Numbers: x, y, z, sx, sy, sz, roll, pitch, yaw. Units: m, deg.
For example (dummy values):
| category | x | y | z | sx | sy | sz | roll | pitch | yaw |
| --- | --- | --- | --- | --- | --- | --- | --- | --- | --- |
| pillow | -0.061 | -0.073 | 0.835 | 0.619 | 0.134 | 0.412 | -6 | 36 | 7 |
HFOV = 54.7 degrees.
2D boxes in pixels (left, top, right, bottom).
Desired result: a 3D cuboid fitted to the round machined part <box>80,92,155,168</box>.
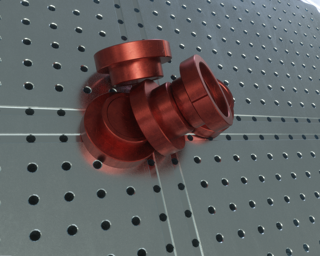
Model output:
| category | x | y | z | sx | sy | sz | roll | pitch | yaw |
| --- | --- | --- | --- | --- | --- | --- | --- | --- | --- |
| round machined part | -0.043 | -0.004 | 0.378 | 0.099 | 0.042 | 0.098 | 14 | 56 | -21 |

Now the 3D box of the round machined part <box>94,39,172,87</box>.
| category | x | y | z | sx | sy | sz | roll | pitch | yaw |
| --- | --- | --- | --- | --- | --- | --- | --- | --- | --- |
| round machined part | -0.032 | -0.080 | 0.401 | 0.099 | 0.098 | 0.042 | -13 | 95 | -34 |

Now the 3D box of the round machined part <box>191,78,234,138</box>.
| category | x | y | z | sx | sy | sz | roll | pitch | yaw |
| --- | --- | --- | --- | --- | --- | --- | --- | --- | --- |
| round machined part | 0.070 | -0.038 | 0.460 | 0.099 | 0.042 | 0.098 | 14 | 56 | -21 |

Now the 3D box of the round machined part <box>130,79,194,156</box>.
| category | x | y | z | sx | sy | sz | roll | pitch | yaw |
| --- | --- | --- | --- | --- | --- | --- | --- | --- | --- |
| round machined part | 0.008 | -0.018 | 0.384 | 0.098 | 0.042 | 0.098 | 53 | 21 | -30 |

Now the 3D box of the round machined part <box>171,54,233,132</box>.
| category | x | y | z | sx | sy | sz | roll | pitch | yaw |
| --- | --- | --- | --- | --- | --- | --- | --- | --- | --- |
| round machined part | 0.050 | -0.039 | 0.388 | 0.098 | 0.042 | 0.098 | 47 | 27 | -34 |
